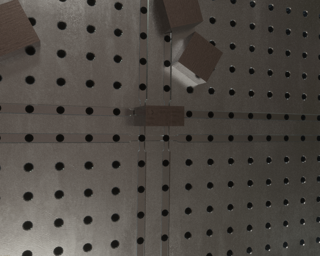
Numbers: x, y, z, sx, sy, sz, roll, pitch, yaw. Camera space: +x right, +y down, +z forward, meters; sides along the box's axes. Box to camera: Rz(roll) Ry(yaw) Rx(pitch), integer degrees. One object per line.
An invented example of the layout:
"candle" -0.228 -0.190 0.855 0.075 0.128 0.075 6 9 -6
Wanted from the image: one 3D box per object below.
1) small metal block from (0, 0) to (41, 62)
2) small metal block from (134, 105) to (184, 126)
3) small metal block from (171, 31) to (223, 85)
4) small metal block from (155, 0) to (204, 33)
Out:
"small metal block" -0.171 -0.109 0.349 0.050 0.025 0.050 -30 100 -18
"small metal block" -0.002 -0.015 0.400 0.050 0.050 0.025 0 90 -20
"small metal block" 0.052 -0.097 0.433 0.050 0.025 0.050 33 79 -18
"small metal block" 0.025 -0.162 0.423 0.050 0.025 0.050 -18 97 -19
